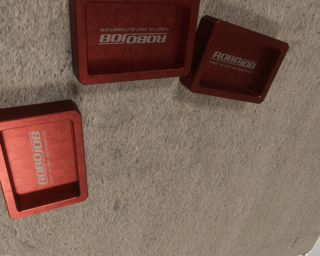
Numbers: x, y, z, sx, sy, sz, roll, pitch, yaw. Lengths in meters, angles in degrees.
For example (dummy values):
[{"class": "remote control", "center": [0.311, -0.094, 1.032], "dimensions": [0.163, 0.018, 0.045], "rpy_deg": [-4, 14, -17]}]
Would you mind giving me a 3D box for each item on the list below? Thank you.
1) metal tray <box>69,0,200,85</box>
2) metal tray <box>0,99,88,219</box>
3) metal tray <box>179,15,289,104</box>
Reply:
[{"class": "metal tray", "center": [-0.026, -0.098, 0.329], "dimensions": [0.131, 0.030, 0.089], "rpy_deg": [-9, 123, -24]}, {"class": "metal tray", "center": [-0.134, 0.037, 0.353], "dimensions": [0.091, 0.030, 0.129], "rpy_deg": [-11, 123, -23]}, {"class": "metal tray", "center": [0.099, -0.085, 0.407], "dimensions": [0.131, 0.030, 0.089], "rpy_deg": [5, 116, -31]}]
